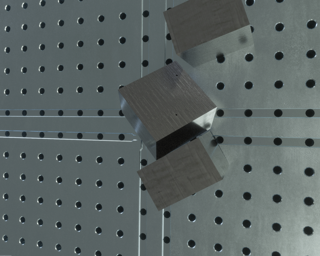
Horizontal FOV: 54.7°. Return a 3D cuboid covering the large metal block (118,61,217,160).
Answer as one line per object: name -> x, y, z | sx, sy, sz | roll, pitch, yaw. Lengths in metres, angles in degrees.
large metal block -> 0.007, -0.022, 0.370 | 0.080, 0.050, 0.080 | -30, 65, -16

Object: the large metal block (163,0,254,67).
large metal block -> 0.060, -0.115, 0.362 | 0.080, 0.080, 0.050 | -18, 84, 19

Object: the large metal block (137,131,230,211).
large metal block -> 0.031, 0.048, 0.370 | 0.080, 0.080, 0.050 | -31, 85, 17
